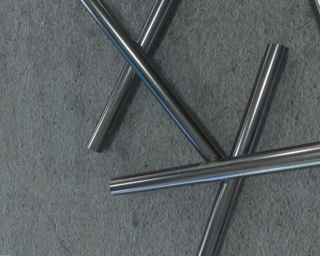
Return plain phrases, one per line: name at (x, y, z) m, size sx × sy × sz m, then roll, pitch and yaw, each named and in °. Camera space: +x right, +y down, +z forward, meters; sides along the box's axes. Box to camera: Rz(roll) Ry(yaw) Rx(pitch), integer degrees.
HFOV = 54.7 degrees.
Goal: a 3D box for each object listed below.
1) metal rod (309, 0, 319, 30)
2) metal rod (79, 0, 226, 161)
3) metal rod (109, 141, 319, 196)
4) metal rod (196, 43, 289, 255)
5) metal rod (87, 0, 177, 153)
metal rod at (0.215, -0.024, 0.332) m, size 0.025 × 0.025 × 0.299 m, roll -18°, pitch 84°, yaw 19°
metal rod at (-0.020, -0.077, 0.392) m, size 0.025 × 0.025 × 0.300 m, roll -39°, pitch 87°, yaw 16°
metal rod at (0.066, 0.049, 0.361) m, size 0.300 × 0.025 × 0.025 m, roll -14°, pitch 85°, yaw 28°
metal rod at (0.093, 0.047, 0.375) m, size 0.025 × 0.025 × 0.298 m, roll 19°, pitch 96°, yaw 19°
metal rod at (-0.025, -0.102, 0.417) m, size 0.025 × 0.025 × 0.299 m, roll 30°, pitch 100°, yaw 17°
